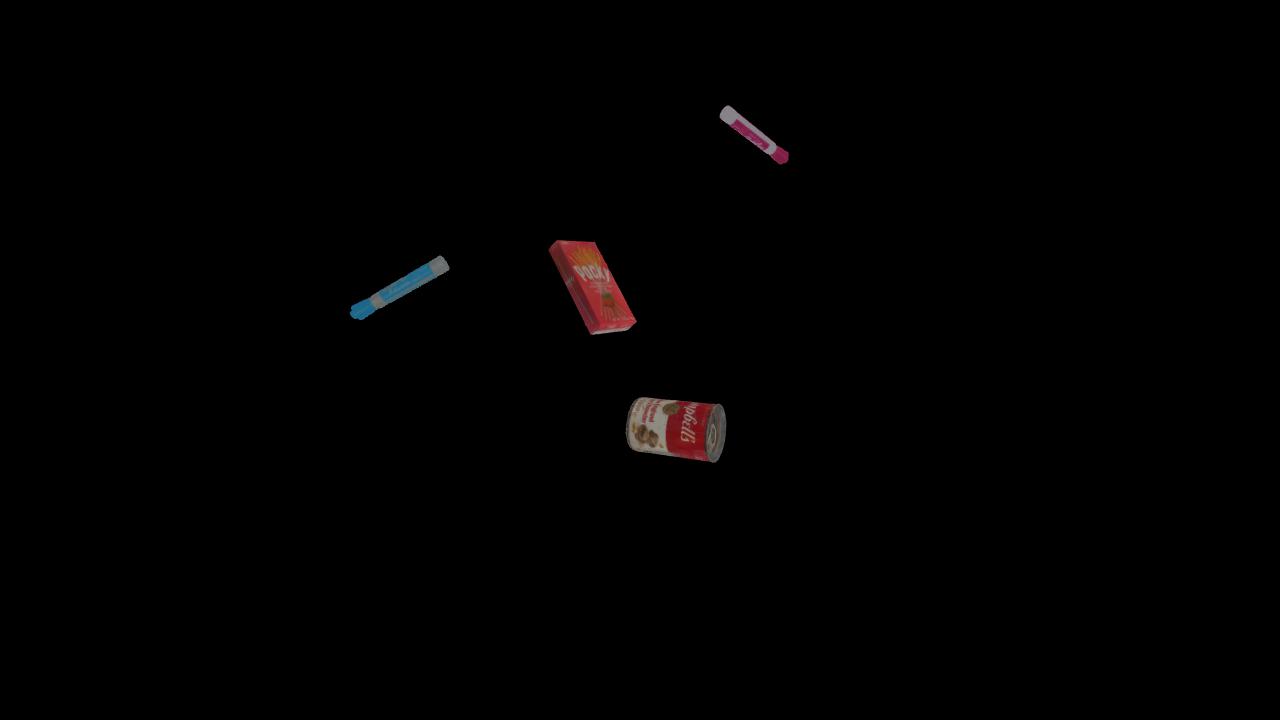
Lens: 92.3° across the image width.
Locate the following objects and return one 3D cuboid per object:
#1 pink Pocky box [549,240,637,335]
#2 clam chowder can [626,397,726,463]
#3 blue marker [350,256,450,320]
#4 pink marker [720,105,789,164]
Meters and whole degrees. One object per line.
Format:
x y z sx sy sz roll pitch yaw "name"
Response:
-0.072 -0.113 0.936 0.084 0.155 0.029 -10 -23 -50 "pink Pocky box"
0.043 0.081 0.723 0.102 0.068 0.068 4 2 26 "clam chowder can"
-0.270 -0.079 0.688 0.121 0.020 0.020 -29 -1 2 "blue marker"
0.154 -0.294 0.811 0.121 0.020 0.020 24 -13 -32 "pink marker"
